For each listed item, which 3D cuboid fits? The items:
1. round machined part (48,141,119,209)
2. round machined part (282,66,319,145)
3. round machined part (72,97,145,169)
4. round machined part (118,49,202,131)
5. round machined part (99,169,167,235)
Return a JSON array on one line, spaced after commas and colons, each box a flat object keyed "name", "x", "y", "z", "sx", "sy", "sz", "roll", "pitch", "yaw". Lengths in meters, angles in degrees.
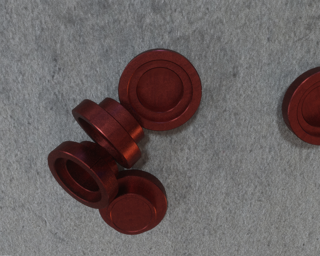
[{"name": "round machined part", "x": -0.094, "y": 0.055, "z": 0.403, "sx": 0.098, "sy": 0.042, "sz": 0.097, "roll": 20, "pitch": 134, "yaw": 22}, {"name": "round machined part", "x": 0.203, "y": -0.030, "z": 0.392, "sx": 0.099, "sy": 0.042, "sz": 0.097, "roll": 0, "pitch": 110, "yaw": -1}, {"name": "round machined part", "x": -0.057, "y": 0.001, "z": 0.379, "sx": 0.042, "sy": 0.098, "sz": 0.098, "roll": -45, "pitch": 107, "yaw": -18}, {"name": "round machined part", "x": 0.000, "y": -0.049, "z": 0.383, "sx": 0.099, "sy": 0.042, "sz": 0.097, "roll": 0, "pitch": 110, "yaw": -1}, {"name": "round machined part", "x": -0.039, "y": 0.112, "z": 0.441, "sx": 0.099, "sy": 0.042, "sz": 0.097, "roll": 0, "pitch": 110, "yaw": -1}]
